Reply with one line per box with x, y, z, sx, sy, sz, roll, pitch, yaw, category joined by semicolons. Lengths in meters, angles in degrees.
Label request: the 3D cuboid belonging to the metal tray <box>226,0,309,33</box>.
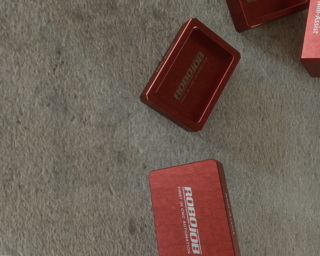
0.162;-0.207;0.467;0.131;0.030;0.090;-23;98;-19;metal tray

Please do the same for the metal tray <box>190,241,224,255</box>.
0.022;0.196;0.382;0.030;0.090;0.130;42;75;11;metal tray

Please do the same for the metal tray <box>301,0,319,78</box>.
0.251;-0.151;0.476;0.090;0.030;0.129;14;85;-54;metal tray

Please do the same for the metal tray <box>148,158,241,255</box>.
0.040;0.110;0.375;0.090;0.030;0.129;-14;73;20;metal tray

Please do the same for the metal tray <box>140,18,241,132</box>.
0.043;-0.070;0.423;0.090;0.030;0.130;33;79;-18;metal tray
